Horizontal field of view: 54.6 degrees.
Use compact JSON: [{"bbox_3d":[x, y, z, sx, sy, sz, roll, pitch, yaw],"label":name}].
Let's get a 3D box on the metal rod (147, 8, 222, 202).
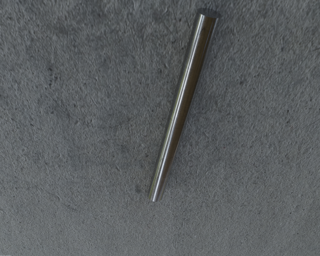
[{"bbox_3d":[0.021,-0.003,0.404,0.025,0.025,0.298,8,130,-7],"label":"metal rod"}]
